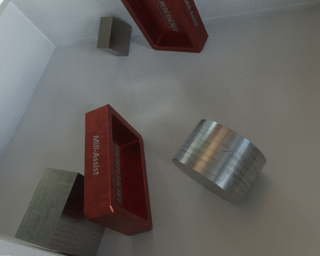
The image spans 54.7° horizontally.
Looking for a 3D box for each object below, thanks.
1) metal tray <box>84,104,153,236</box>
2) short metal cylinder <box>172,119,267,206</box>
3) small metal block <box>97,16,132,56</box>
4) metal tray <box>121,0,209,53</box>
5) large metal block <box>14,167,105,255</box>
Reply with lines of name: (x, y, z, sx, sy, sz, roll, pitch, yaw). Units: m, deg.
metal tray: (-0.048, 0.048, 0.357, 0.030, 0.090, 0.130, -20, 54, 16)
short metal cylinder: (0.059, 0.035, 0.317, 0.080, 0.080, 0.050, 28, 77, 37)
small metal block: (-0.074, -0.149, 0.507, 0.025, 0.050, 0.050, 8, 90, 31)
metal tray: (0.005, -0.161, 0.433, 0.090, 0.130, 0.030, 13, 69, 33)
large metal block: (-0.105, 0.101, 0.362, 0.050, 0.080, 0.080, 3, 63, 29)
